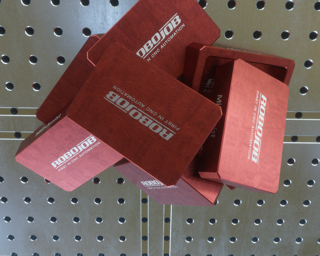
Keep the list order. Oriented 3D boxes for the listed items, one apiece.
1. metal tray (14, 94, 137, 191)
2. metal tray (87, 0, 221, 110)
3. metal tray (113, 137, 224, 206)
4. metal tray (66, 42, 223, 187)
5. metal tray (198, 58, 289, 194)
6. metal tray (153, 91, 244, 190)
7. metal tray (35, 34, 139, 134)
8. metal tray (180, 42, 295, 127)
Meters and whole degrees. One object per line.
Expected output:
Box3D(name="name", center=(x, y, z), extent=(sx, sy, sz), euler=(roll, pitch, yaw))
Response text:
Box3D(name="metal tray", center=(-0.105, 0.023, 0.394), extent=(0.130, 0.030, 0.090), euler=(-33, 123, 23))
Box3D(name="metal tray", center=(-0.007, -0.096, 0.355), extent=(0.130, 0.030, 0.090), euler=(-45, 107, 0))
Box3D(name="metal tray", center=(0.005, 0.058, 0.385), extent=(0.090, 0.130, 0.030), euler=(41, 63, -15))
Box3D(name="metal tray", center=(-0.016, -0.014, 0.311), extent=(0.130, 0.030, 0.090), euler=(34, 93, 9))
Box3D(name="metal tray", center=(0.096, 0.000, 0.344), extent=(0.091, 0.030, 0.130), euler=(19, 74, -29))
Box3D(name="metal tray", center=(0.050, 0.007, 0.382), extent=(0.130, 0.090, 0.030), euler=(43, 105, -13))
Box3D(name="metal tray", center=(-0.083, -0.041, 0.394), extent=(0.090, 0.030, 0.130), euler=(37, 106, -13))
Box3D(name="metal tray", center=(0.090, -0.047, 0.370), extent=(0.131, 0.030, 0.089), euler=(2, 111, -22))
